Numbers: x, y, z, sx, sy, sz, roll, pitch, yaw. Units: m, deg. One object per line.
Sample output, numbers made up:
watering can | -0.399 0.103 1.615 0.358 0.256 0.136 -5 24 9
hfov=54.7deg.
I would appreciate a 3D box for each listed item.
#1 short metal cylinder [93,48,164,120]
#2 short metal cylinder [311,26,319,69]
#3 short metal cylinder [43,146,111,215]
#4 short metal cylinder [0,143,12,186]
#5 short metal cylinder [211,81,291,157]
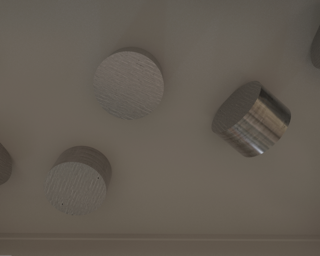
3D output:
short metal cylinder | -0.036 -0.056 0.377 0.081 0.050 0.079 0 110 -1
short metal cylinder | 0.218 -0.098 0.349 0.050 0.080 0.079 16 109 -6
short metal cylinder | -0.110 0.071 0.423 0.081 0.050 0.079 0 110 -1
short metal cylinder | -0.241 0.049 0.397 0.050 0.080 0.080 -30 108 10
short metal cylinder | 0.110 -0.011 0.380 0.050 0.080 0.080 38 105 -13
